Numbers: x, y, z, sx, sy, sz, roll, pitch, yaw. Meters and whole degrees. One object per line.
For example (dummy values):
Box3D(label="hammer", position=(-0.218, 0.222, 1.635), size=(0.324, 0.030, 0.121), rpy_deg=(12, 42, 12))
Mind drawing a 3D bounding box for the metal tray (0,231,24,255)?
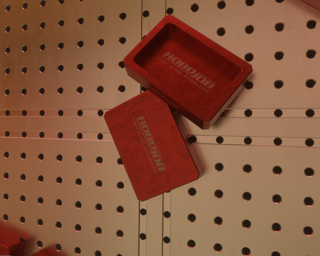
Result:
Box3D(label="metal tray", position=(-0.279, 0.236, 0.506), size=(0.090, 0.030, 0.129), rpy_deg=(15, 95, 19))

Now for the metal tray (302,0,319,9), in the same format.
Box3D(label="metal tray", position=(0.165, -0.204, 0.351), size=(0.130, 0.030, 0.090), rpy_deg=(37, 102, 15))

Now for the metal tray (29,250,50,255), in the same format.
Box3D(label="metal tray", position=(-0.164, 0.262, 0.465), size=(0.130, 0.030, 0.090), rpy_deg=(35, 101, 16))

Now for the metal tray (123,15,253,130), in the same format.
Box3D(label="metal tray", position=(0.033, -0.071, 0.379), size=(0.130, 0.030, 0.090), rpy_deg=(38, 77, 15))

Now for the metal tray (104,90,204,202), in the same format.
Box3D(label="metal tray", position=(-0.009, 0.021, 0.412), size=(0.090, 0.030, 0.129), rpy_deg=(-26, 82, 17))
